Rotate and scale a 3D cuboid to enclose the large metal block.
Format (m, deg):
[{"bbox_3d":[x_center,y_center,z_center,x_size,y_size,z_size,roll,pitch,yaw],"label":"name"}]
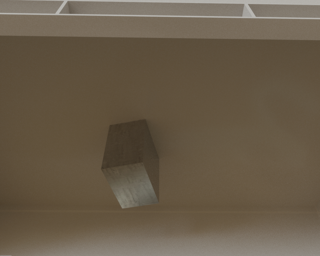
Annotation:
[{"bbox_3d":[-0.035,0.047,0.413,0.050,0.080,0.080,-10,130,8],"label":"large metal block"}]
